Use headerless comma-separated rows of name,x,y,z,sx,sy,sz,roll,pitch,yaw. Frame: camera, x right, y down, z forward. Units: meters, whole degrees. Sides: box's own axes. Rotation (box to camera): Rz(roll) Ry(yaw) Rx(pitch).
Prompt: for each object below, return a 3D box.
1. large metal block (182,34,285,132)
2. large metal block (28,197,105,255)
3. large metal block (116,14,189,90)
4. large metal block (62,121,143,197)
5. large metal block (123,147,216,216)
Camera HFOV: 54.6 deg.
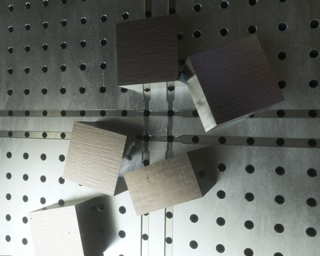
large metal block,0.080,-0.049,0.355,0.080,0.050,0.080,-20,83,-8
large metal block,-0.134,0.151,0.447,0.080,0.050,0.080,-13,86,19
large metal block,-0.008,-0.094,0.403,0.080,0.050,0.080,-2,89,20
large metal block,-0.078,0.039,0.428,0.080,0.050,0.080,15,95,19
large metal block,0.015,0.063,0.378,0.080,0.080,0.050,-21,83,19
